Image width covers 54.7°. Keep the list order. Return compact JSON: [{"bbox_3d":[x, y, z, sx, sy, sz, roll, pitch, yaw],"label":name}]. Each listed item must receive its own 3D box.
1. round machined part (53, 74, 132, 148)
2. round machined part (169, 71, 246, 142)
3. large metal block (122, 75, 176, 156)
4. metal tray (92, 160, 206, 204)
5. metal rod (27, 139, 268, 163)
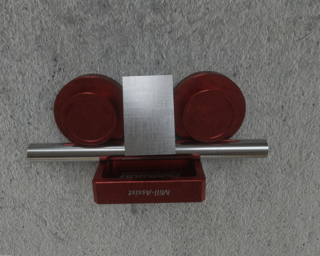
[{"bbox_3d":[-0.086,-0.017,0.392,0.099,0.042,0.097,0,110,-1],"label":"round machined part"},{"bbox_3d":[0.061,-0.021,0.394,0.099,0.042,0.097,0,110,-1],"label":"round machined part"},{"bbox_3d":[-0.011,-0.011,0.349,0.050,0.080,0.080,-2,87,0],"label":"large metal block"},{"bbox_3d":[-0.013,0.059,0.398,0.131,0.090,0.030,-1,110,0],"label":"metal tray"},{"bbox_3d":[-0.015,0.029,0.400,0.302,0.025,0.025,-1,110,0],"label":"metal rod"}]
